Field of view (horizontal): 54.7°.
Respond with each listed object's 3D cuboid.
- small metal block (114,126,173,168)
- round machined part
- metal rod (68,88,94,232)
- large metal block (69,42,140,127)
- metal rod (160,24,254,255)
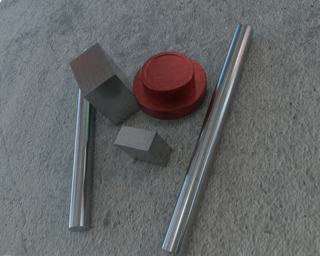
[{"bbox_3d":[-0.019,0.023,0.383,0.050,0.050,0.025,10,67,32],"label":"small metal block"},{"bbox_3d":[0.012,-0.062,0.408,0.099,0.042,0.098,-4,57,7],"label":"round machined part"},{"bbox_3d":[-0.112,-0.001,0.460,0.025,0.025,0.299,-18,55,17],"label":"metal rod"},{"bbox_3d":[-0.076,-0.061,0.444,0.050,0.080,0.080,-35,51,5],"label":"large metal block"},{"bbox_3d":[0.064,-0.003,0.371,0.025,0.025,0.300,8,66,31],"label":"metal rod"}]
